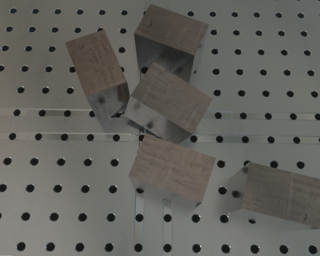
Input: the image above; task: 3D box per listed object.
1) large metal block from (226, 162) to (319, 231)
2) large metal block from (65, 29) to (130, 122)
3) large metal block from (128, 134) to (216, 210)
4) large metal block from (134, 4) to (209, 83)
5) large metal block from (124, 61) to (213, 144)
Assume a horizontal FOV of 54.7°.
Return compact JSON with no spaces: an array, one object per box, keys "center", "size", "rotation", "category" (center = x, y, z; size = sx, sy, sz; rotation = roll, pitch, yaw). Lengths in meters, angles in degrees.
[{"center":[0.127,0.081,0.354],"size":[0.080,0.080,0.050],"rotation":[13,71,4],"category":"large metal block"},{"center":[-0.077,-0.065,0.406],"size":[0.050,0.080,0.080],"rotation":[-22,72,-8],"category":"large metal block"},{"center":[0.013,0.054,0.363],"size":[0.080,0.080,0.050],"rotation":[19,71,6],"category":"large metal block"},{"center":[0.015,-0.110,0.423],"size":[0.080,0.080,0.050],"rotation":[22,72,7],"category":"large metal block"},{"center":[0.006,-0.025,0.384],"size":[0.080,0.080,0.050],"rotation":[32,73,-3],"category":"large metal block"}]
